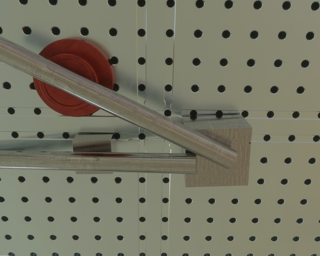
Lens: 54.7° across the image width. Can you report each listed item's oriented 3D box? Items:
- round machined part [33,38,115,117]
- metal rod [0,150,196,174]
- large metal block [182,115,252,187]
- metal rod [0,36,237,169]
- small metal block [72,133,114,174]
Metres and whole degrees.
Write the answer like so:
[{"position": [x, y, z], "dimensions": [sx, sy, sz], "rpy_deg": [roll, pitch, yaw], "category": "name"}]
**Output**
[{"position": [-0.107, -0.059, 0.381], "dimensions": [0.099, 0.042, 0.097], "rpy_deg": [0, 110, -1], "category": "round machined part"}, {"position": [-0.105, 0.043, 0.398], "dimensions": [0.301, 0.025, 0.025], "rpy_deg": [0, 111, 10], "category": "metal rod"}, {"position": [0.072, 0.029, 0.409], "dimensions": [0.081, 0.050, 0.079], "rpy_deg": [-2, 110, 0], "category": "large metal block"}, {"position": [-0.050, -0.027, 0.351], "dimensions": [0.301, 0.025, 0.025], "rpy_deg": [26, 108, -7], "category": "metal rod"}, {"position": [-0.090, 0.035, 0.426], "dimensions": [0.050, 0.025, 0.050], "rpy_deg": [0, 110, -1], "category": "small metal block"}]
